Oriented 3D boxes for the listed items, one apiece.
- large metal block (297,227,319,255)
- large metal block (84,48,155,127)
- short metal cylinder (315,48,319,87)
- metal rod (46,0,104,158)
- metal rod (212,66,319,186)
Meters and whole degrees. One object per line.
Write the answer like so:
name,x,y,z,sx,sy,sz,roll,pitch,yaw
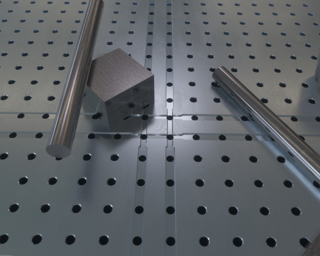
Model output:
large metal block,0.181,0.127,0.286,0.080,0.050,0.080,-35,58,-26
large metal block,-0.065,-0.060,0.441,0.080,0.050,0.080,-33,58,-25
short metal cylinder,0.273,-0.093,0.452,0.080,0.080,0.050,18,52,14
metal rod,-0.105,-0.091,0.417,0.025,0.025,0.300,0,50,0
metal rod,0.164,0.015,0.395,0.025,0.025,0.300,-23,54,-18
